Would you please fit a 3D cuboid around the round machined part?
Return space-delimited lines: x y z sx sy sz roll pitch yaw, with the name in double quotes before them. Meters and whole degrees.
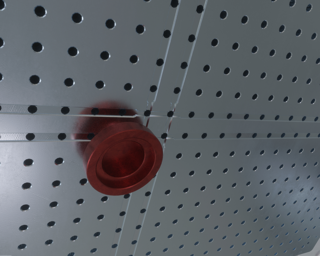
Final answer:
"round machined part" -0.049 0.035 0.395 0.099 0.042 0.097 -14 124 -21
